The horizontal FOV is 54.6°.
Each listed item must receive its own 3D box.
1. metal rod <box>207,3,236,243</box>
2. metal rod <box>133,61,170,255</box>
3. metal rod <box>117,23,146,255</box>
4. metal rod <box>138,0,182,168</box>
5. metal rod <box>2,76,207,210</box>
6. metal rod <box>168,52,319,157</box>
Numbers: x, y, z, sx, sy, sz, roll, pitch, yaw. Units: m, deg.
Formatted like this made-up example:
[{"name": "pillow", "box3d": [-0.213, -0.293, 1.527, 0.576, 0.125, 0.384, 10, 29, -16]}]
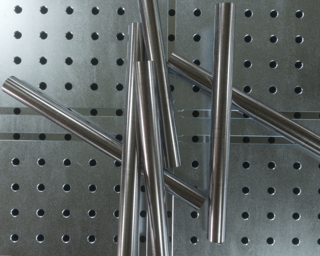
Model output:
[{"name": "metal rod", "box3d": [0.077, 0.000, 0.394, 0.025, 0.025, 0.298, 1, 98, 0]}, {"name": "metal rod", "box3d": [-0.007, 0.069, 0.388, 0.025, 0.025, 0.298, -5, 100, 0]}, {"name": "metal rod", "box3d": [-0.034, 0.013, 0.391, 0.025, 0.025, 0.299, 2, 81, 0]}, {"name": "metal rod", "box3d": [-0.006, -0.097, 0.397, 0.025, 0.025, 0.298, -9, 95, 0]}, {"name": "metal rod", "box3d": [-0.073, 0.020, 0.412, 0.301, 0.025, 0.025, 31, 90, 0]}, {"name": "metal rod", "box3d": [0.143, -0.016, 0.414, 0.301, 0.025, 0.025, 30, 90, 0]}]
